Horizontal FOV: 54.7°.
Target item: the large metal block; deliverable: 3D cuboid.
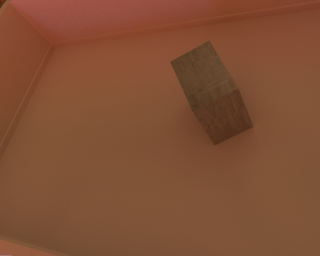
[{"bbox_3d":[0.061,-0.039,0.362,0.050,0.080,0.080,-27,53,11],"label":"large metal block"}]
